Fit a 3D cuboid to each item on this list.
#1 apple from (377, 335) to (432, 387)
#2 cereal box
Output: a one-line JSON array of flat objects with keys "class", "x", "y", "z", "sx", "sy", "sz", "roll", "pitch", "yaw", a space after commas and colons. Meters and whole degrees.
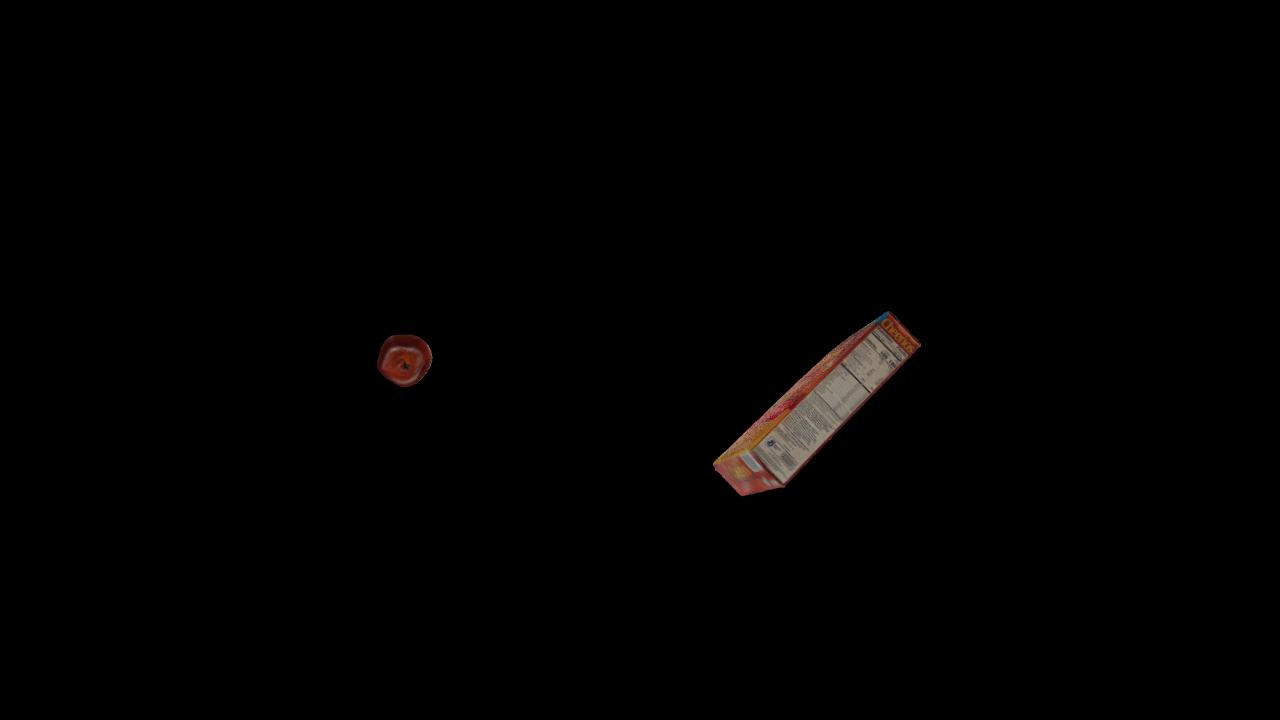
[{"class": "apple", "x": -0.349, "y": -0.001, "z": 0.916, "sx": 0.079, "sy": 0.079, "sz": 0.093, "roll": 0, "pitch": 16, "yaw": -19}, {"class": "cereal box", "x": 0.260, "y": 0.073, "z": 0.936, "sx": 0.306, "sy": 0.081, "sz": 0.203, "roll": -41, "pitch": -7, "yaw": -16}]
